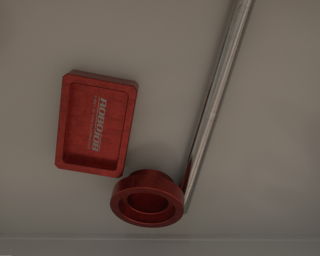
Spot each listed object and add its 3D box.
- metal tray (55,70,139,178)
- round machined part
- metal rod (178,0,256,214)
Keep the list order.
[{"bbox_3d":[-0.083,-0.003,0.406,0.091,0.030,0.129,10,110,-5],"label":"metal tray"},{"bbox_3d":[-0.016,0.093,0.424,0.099,0.042,0.097,3,134,4],"label":"round machined part"},{"bbox_3d":[0.064,-0.017,0.405,0.025,0.025,0.298,13,110,-5],"label":"metal rod"}]
